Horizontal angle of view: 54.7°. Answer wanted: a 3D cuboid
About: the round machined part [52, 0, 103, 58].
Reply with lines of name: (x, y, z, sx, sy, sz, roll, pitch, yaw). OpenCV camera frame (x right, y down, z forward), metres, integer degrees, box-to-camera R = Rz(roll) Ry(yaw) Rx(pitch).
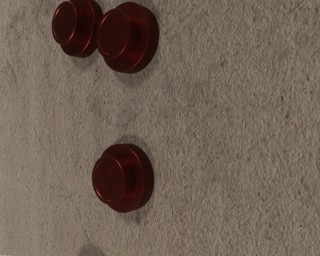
round machined part: (-0.140, -0.167, 0.506, 0.098, 0.042, 0.097, 0, 90, 39)

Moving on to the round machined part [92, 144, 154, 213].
round machined part: (-0.059, 0.072, 0.440, 0.098, 0.042, 0.097, 0, 90, 39)

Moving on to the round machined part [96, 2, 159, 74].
round machined part: (-0.052, -0.128, 0.435, 0.098, 0.042, 0.097, 0, 90, 39)
